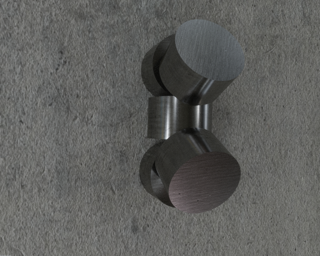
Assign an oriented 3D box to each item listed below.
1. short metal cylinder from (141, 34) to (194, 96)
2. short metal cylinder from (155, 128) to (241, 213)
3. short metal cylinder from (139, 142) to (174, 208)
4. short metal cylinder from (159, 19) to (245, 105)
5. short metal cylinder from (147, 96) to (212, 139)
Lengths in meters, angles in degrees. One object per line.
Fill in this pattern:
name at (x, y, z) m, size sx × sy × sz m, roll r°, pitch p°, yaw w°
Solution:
short metal cylinder at (0.021, -0.077, 0.405) m, size 0.081 × 0.050 × 0.080 m, roll 0°, pitch 90°, yaw -20°
short metal cylinder at (0.040, 0.046, 0.341) m, size 0.081 × 0.050 × 0.079 m, roll -8°, pitch 120°, yaw -14°
short metal cylinder at (0.018, 0.058, 0.404) m, size 0.081 × 0.050 × 0.080 m, roll 0°, pitch 90°, yaw -20°
short metal cylinder at (0.045, -0.072, 0.344) m, size 0.081 × 0.050 × 0.080 m, roll 9°, pitch 62°, yaw -17°
short metal cylinder at (0.025, -0.011, 0.391) m, size 0.081 × 0.080 × 0.050 m, roll 2°, pitch 90°, yaw -20°
